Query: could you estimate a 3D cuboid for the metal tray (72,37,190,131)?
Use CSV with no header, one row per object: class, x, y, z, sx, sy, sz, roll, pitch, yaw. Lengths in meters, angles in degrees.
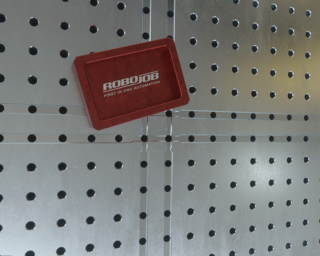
metal tray,-0.035,-0.057,0.396,0.131,0.030,0.090,-18,96,-19
